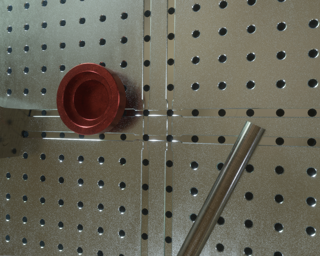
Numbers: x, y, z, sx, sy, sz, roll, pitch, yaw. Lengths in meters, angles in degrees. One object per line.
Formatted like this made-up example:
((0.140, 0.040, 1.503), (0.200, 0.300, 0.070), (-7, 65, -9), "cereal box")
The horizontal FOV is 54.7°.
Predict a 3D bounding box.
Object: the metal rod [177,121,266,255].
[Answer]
((0.052, 0.130, 0.393), (0.025, 0.025, 0.298), (28, 99, 18), "metal rod")

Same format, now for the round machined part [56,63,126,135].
((-0.092, -0.039, 0.436), (0.098, 0.042, 0.097), (0, 90, 20), "round machined part")

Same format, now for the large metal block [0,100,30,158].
((-0.266, -0.003, 0.493), (0.080, 0.050, 0.080), (18, 96, 19), "large metal block")
